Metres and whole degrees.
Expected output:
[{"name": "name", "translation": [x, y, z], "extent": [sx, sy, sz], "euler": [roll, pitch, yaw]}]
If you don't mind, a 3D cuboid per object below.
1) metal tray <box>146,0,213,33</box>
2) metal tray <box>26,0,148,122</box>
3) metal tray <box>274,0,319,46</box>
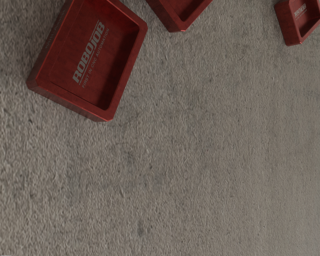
[{"name": "metal tray", "translation": [0.037, -0.204, 0.412], "extent": [0.130, 0.030, 0.090], "euler": [-50, 121, -13]}, {"name": "metal tray", "translation": [-0.074, -0.082, 0.338], "extent": [0.090, 0.030, 0.130], "euler": [30, 71, -36]}, {"name": "metal tray", "translation": [0.292, -0.239, 0.644], "extent": [0.131, 0.030, 0.090], "euler": [-42, 116, -32]}]
